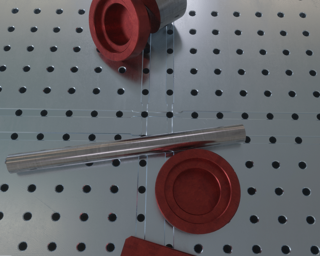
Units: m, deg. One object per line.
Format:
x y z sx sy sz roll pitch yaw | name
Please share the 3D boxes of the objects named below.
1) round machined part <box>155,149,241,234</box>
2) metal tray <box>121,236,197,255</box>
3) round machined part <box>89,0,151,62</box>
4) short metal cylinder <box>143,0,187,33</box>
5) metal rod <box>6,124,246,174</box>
0.044 0.077 0.375 0.099 0.042 0.098 0 70 0 | round machined part
-0.012 0.195 0.338 0.090 0.030 0.130 16 71 5 | metal tray
-0.052 -0.146 0.436 0.098 0.097 0.042 48 41 15 | round machined part
-0.007 -0.185 0.447 0.050 0.080 0.080 -37 74 -21 | short metal cylinder
-0.040 0.026 0.401 0.302 0.025 0.025 -7 70 -3 | metal rod
